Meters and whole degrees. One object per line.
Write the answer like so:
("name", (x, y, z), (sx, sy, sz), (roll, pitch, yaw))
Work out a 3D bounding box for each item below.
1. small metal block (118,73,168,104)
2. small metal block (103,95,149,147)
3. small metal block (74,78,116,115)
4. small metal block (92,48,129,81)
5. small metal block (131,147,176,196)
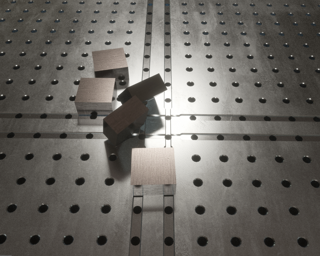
("small metal block", (-0.025, -0.048, 0.429), (0.050, 0.050, 0.025), (-29, 94, -23))
("small metal block", (-0.044, -0.008, 0.391), (0.050, 0.050, 0.025), (-40, 81, -21))
("small metal block", (-0.091, -0.046, 0.445), (0.050, 0.025, 0.050), (1, 50, 0))
("small metal block", (-0.078, -0.099, 0.490), (0.050, 0.025, 0.050), (-10, 51, -9))
("small metal block", (-0.008, 0.051, 0.365), (0.050, 0.025, 0.050), (-1, 50, -1))
